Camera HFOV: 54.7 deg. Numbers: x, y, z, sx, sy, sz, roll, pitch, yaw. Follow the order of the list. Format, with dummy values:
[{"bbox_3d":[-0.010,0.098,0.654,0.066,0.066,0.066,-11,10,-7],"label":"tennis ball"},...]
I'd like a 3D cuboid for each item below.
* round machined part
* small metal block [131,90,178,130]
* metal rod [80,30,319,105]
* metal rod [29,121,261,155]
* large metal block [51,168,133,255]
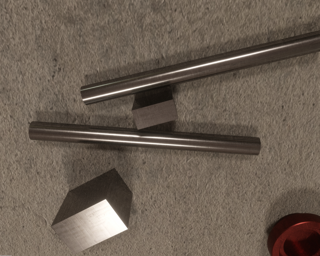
[{"bbox_3d":[0.210,0.168,0.466,0.099,0.042,0.097,0,110,-1],"label":"round machined part"},{"bbox_3d":[-0.006,-0.024,0.388,0.050,0.050,0.025,-15,110,5],"label":"small metal block"},{"bbox_3d":[0.051,-0.074,0.383,0.302,0.025,0.025,-13,110,4],"label":"metal rod"},{"bbox_3d":[-0.018,0.014,0.414,0.302,0.025,0.025,4,110,-2],"label":"metal rod"},{"bbox_3d":[-0.087,0.109,0.420,0.080,0.080,0.050,-28,108,9],"label":"large metal block"}]
